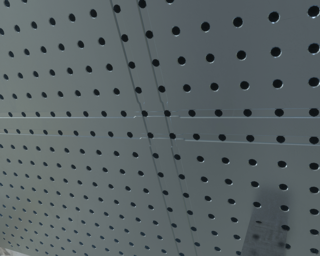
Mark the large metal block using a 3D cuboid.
[{"bbox_3d":[0.139,0.188,0.419,0.050,0.080,0.080,6,121,25],"label":"large metal block"}]
